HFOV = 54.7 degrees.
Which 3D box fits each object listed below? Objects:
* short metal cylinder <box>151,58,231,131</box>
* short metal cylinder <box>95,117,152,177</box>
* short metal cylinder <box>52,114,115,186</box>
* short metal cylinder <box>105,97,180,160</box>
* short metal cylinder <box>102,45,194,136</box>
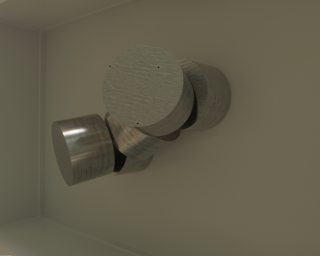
[{"bbox_3d":[0.034,-0.037,0.359,0.080,0.050,0.079,0,90,39],"label":"short metal cylinder"},{"bbox_3d":[-0.055,0.025,0.432,0.080,0.050,0.079,0,90,39],"label":"short metal cylinder"},{"bbox_3d":[-0.096,0.026,0.381,0.080,0.050,0.079,31,128,51],"label":"short metal cylinder"},{"bbox_3d":[-0.021,-0.007,0.384,0.050,0.081,0.080,-36,68,34],"label":"short metal cylinder"},{"bbox_3d":[-0.010,-0.035,0.310,0.080,0.050,0.080,-4,77,17],"label":"short metal cylinder"}]
